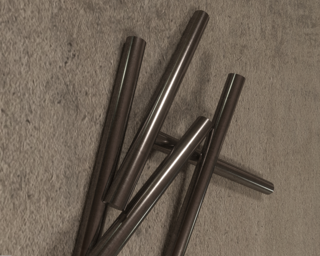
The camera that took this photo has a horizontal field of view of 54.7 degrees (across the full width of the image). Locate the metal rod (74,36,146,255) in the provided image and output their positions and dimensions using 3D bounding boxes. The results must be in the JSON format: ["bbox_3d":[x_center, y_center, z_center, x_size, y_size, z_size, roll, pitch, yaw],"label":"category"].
[{"bbox_3d":[-0.059,0.037,0.356,0.025,0.025,0.299,20,77,-39],"label":"metal rod"}]

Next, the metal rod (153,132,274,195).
[{"bbox_3d":[0.093,0.061,0.485,0.301,0.025,0.025,25,74,-38],"label":"metal rod"}]

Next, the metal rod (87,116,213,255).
[{"bbox_3d":[-0.025,0.092,0.351,0.301,0.025,0.025,-49,119,-29],"label":"metal rod"}]

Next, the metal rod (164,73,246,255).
[{"bbox_3d":[0.058,0.067,0.426,0.025,0.025,0.299,24,84,-38],"label":"metal rod"}]

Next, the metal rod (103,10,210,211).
[{"bbox_3d":[0.006,-0.040,0.394,0.025,0.025,0.300,41,60,-33],"label":"metal rod"}]
